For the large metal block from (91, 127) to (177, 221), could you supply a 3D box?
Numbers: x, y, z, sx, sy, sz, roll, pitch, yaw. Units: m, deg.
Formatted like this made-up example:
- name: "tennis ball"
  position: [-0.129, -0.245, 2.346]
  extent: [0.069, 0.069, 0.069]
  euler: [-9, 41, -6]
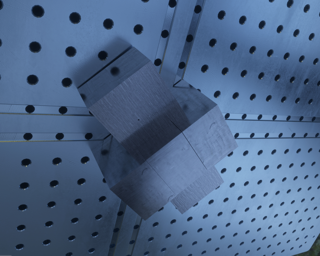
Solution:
- name: "large metal block"
  position: [-0.034, 0.057, 0.394]
  extent: [0.050, 0.080, 0.080]
  euler: [-38, 130, -3]

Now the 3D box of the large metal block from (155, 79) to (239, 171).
- name: "large metal block"
  position: [0.046, -0.005, 0.400]
  extent: [0.050, 0.080, 0.080]
  euler: [-38, 130, -3]

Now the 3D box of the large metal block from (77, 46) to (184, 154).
- name: "large metal block"
  position: [-0.032, -0.031, 0.356]
  extent: [0.080, 0.050, 0.080]
  euler: [-38, 130, -2]

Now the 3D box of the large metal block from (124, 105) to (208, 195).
- name: "large metal block"
  position: [0.006, 0.026, 0.397]
  extent: [0.050, 0.080, 0.080]
  euler: [-38, 130, -3]

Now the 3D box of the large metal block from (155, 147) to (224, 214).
- name: "large metal block"
  position: [0.037, 0.068, 0.460]
  extent: [0.080, 0.050, 0.080]
  euler: [-37, 130, -3]
